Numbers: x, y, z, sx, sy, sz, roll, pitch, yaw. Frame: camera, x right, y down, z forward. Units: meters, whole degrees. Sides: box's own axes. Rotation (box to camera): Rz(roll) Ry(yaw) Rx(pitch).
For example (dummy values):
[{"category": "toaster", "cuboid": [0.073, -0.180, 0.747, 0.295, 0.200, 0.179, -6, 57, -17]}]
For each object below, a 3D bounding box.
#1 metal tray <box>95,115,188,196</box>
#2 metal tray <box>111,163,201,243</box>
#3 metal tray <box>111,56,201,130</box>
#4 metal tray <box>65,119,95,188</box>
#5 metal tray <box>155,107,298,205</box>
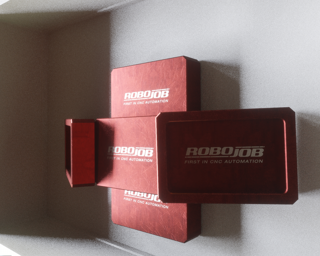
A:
[{"category": "metal tray", "cuboid": [-0.028, 0.031, 0.386, 0.130, 0.030, 0.089, -1, 89, 39]}, {"category": "metal tray", "cuboid": [-0.009, 0.089, 0.408, 0.130, 0.030, 0.089, 0, 90, 39]}, {"category": "metal tray", "cuboid": [-0.010, -0.039, 0.408, 0.130, 0.030, 0.089, 0, 90, 39]}, {"category": "metal tray", "cuboid": [-0.122, 0.031, 0.463, 0.130, 0.030, 0.089, -176, 86, -69]}, {"category": "metal tray", "cuboid": [0.063, 0.027, 0.308, 0.131, 0.030, 0.089, -2, 89, 10]}]
